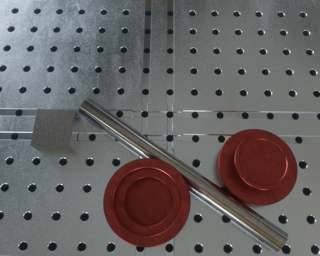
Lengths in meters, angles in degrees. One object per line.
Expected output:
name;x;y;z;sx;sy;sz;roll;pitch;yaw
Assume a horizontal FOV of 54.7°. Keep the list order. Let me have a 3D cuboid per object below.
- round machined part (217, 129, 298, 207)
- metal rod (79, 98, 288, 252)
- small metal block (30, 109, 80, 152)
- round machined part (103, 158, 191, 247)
round machined part;0.123;0.047;0.386;0.099;0.042;0.098;0;70;0
metal rod;0.020;0.052;0.392;0.300;0.025;0.025;34;74;11
small metal block;-0.137;0.003;0.409;0.050;0.025;0.050;2;70;0
round machined part;-0.013;0.087;0.367;0.099;0.042;0.098;-1;75;4
